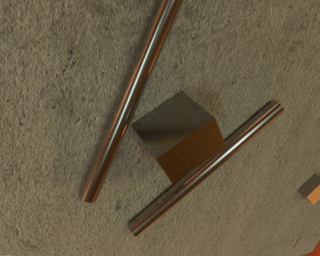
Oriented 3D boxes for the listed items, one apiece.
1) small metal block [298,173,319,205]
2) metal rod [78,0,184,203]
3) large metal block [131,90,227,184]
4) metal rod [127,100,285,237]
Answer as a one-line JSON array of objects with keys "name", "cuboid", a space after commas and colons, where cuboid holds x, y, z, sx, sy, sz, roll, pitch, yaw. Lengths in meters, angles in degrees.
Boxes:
[{"name": "small metal block", "cuboid": [0.335, 0.133, 0.673, 0.050, 0.025, 0.050, -46, 129, 4]}, {"name": "metal rod", "cuboid": [-0.035, -0.037, 0.364, 0.025, 0.025, 0.298, 13, 112, -34]}, {"name": "large metal block", "cuboid": [0.022, 0.009, 0.389, 0.080, 0.080, 0.050, -35, 129, -6]}, {"name": "metal rod", "cuboid": [0.072, 0.063, 0.485, 0.300, 0.025, 0.025, -40, 130, -1]}]
